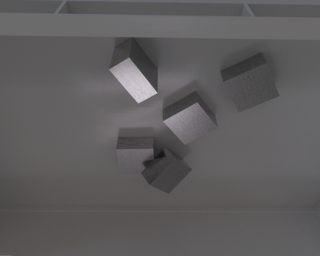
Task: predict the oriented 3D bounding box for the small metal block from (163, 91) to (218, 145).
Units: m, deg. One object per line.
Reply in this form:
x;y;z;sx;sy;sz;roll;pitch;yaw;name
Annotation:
0.039;-0.012;0.399;0.050;0.025;0.050;-29;125;22;small metal block

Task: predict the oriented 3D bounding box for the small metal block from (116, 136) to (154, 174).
-0.034;0.039;0.442;0.050;0.025;0.050;-1;130;0;small metal block

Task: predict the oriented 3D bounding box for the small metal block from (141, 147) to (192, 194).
0.010;0.061;0.440;0.050;0.025;0.050;-47;139;5;small metal block

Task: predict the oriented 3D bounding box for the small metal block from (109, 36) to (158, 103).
-0.027;-0.064;0.338;0.025;0.050;0.050;-27;125;21;small metal block

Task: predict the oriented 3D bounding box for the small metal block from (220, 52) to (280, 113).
0.106;-0.053;0.365;0.050;0.025;0.050;-23;127;18;small metal block
